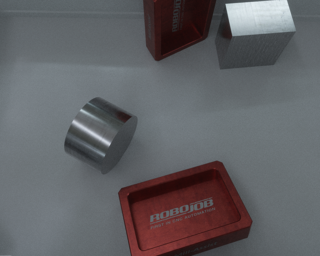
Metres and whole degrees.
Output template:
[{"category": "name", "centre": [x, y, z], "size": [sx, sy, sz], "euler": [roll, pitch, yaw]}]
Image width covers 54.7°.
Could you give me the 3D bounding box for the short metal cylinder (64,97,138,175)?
[{"category": "short metal cylinder", "centre": [-0.070, 0.009, 0.376], "size": [0.050, 0.080, 0.080], "euler": [28, 72, 9]}]

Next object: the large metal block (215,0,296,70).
[{"category": "large metal block", "centre": [0.126, -0.126, 0.428], "size": [0.081, 0.080, 0.050], "euler": [-5, 70, -2]}]

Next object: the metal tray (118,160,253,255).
[{"category": "metal tray", "centre": [0.025, 0.096, 0.354], "size": [0.131, 0.030, 0.090], "euler": [-15, 48, -6]}]

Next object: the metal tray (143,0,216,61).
[{"category": "metal tray", "centre": [0.026, -0.151, 0.409], "size": [0.090, 0.130, 0.030], "euler": [-27, 73, -10]}]
